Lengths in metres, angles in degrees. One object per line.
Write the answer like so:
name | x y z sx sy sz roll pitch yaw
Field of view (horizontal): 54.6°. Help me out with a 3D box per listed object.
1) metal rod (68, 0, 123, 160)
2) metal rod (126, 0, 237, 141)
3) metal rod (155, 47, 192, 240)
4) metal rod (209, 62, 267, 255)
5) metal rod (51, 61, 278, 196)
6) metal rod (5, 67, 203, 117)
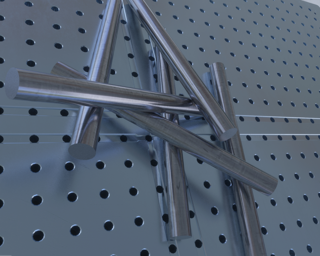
metal rod | -0.072 -0.088 0.388 0.025 0.025 0.300 18 44 -18
metal rod | 0.018 -0.105 0.442 0.025 0.025 0.299 -8 54 -32
metal rod | 0.014 -0.008 0.419 0.025 0.025 0.299 10 58 -23
metal rod | 0.106 0.028 0.447 0.025 0.025 0.299 9 58 -23
metal rod | 0.004 0.000 0.380 0.301 0.025 0.025 28 52 1
metal rod | -0.017 -0.031 0.355 0.302 0.025 0.025 2 59 -49
